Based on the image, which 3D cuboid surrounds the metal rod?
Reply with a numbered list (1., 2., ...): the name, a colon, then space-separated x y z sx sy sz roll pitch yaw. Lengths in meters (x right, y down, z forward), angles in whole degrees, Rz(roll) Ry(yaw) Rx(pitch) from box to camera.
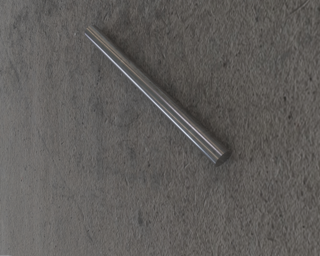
1. metal rod: -0.019 -0.059 0.421 0.300 0.025 0.025 46 118 30
